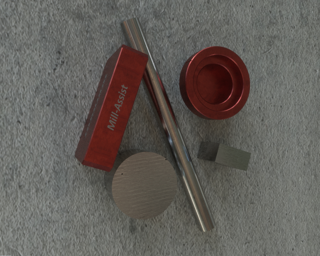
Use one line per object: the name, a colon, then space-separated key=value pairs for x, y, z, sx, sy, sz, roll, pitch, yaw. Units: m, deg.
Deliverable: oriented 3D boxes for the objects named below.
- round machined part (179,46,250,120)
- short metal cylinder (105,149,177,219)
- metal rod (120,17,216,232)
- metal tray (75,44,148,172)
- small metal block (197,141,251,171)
round machined part: x=0.071 y=-0.060 z=0.429 sx=0.099 sy=0.042 sz=0.097 roll=0 pitch=90 yaw=-21
short metal cylinder: x=-0.025 y=0.068 z=0.388 sx=0.081 sy=0.050 sz=0.079 roll=0 pitch=90 yaw=-21
metal rod: x=0.014 y=0.001 z=0.417 sx=0.025 sy=0.025 sz=0.298 roll=-24 pitch=98 yaw=-19
metal tray: x=-0.059 y=-0.021 z=0.355 sx=0.030 sy=0.090 sz=0.129 roll=20 pitch=83 yaw=-19
small metal block: x=0.087 y=0.038 z=0.428 sx=0.050 sy=0.050 sz=0.025 roll=18 pitch=84 yaw=-20
